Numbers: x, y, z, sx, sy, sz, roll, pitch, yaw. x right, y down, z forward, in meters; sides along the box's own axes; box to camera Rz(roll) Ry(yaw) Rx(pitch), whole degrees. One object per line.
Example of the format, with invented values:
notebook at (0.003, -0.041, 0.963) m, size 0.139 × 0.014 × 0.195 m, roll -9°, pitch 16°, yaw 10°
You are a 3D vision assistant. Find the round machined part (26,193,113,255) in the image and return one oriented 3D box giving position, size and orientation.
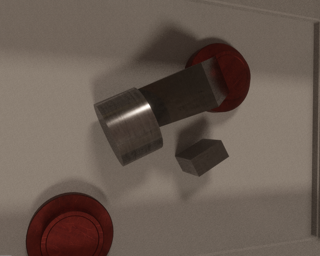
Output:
round machined part at (-0.103, 0.127, 0.361) m, size 0.099 × 0.042 × 0.097 m, roll 2°, pitch 85°, yaw -20°

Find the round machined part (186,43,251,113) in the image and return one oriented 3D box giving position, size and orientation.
round machined part at (0.087, -0.071, 0.435) m, size 0.099 × 0.042 × 0.097 m, roll 0°, pitch 90°, yaw -21°

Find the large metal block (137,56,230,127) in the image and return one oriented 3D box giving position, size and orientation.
large metal block at (0.032, -0.045, 0.377) m, size 0.080 × 0.080 × 0.050 m, roll -19°, pitch 100°, yaw 25°

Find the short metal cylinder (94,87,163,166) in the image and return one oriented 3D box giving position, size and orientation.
short metal cylinder at (-0.038, -0.001, 0.366) m, size 0.050 × 0.080 × 0.080 m, roll -26°, pitch 99°, yaw -14°

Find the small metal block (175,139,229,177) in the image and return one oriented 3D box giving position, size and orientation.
small metal block at (0.056, 0.038, 0.419) m, size 0.050 × 0.050 × 0.025 m, roll -31°, pitch 101°, yaw -18°
